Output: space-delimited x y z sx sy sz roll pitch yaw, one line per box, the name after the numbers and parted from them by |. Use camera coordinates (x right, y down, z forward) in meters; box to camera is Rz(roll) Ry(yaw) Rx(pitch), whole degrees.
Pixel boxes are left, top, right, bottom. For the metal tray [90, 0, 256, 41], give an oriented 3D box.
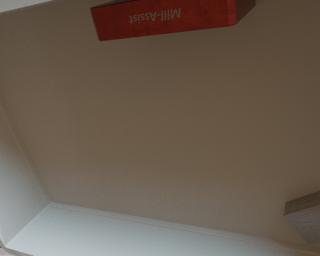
0.014 -0.113 0.288 0.130 0.090 0.030 2 119 27 | metal tray

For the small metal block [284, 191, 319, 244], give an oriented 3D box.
0.189 0.109 0.376 0.050 0.025 0.050 49 128 -7 | small metal block
